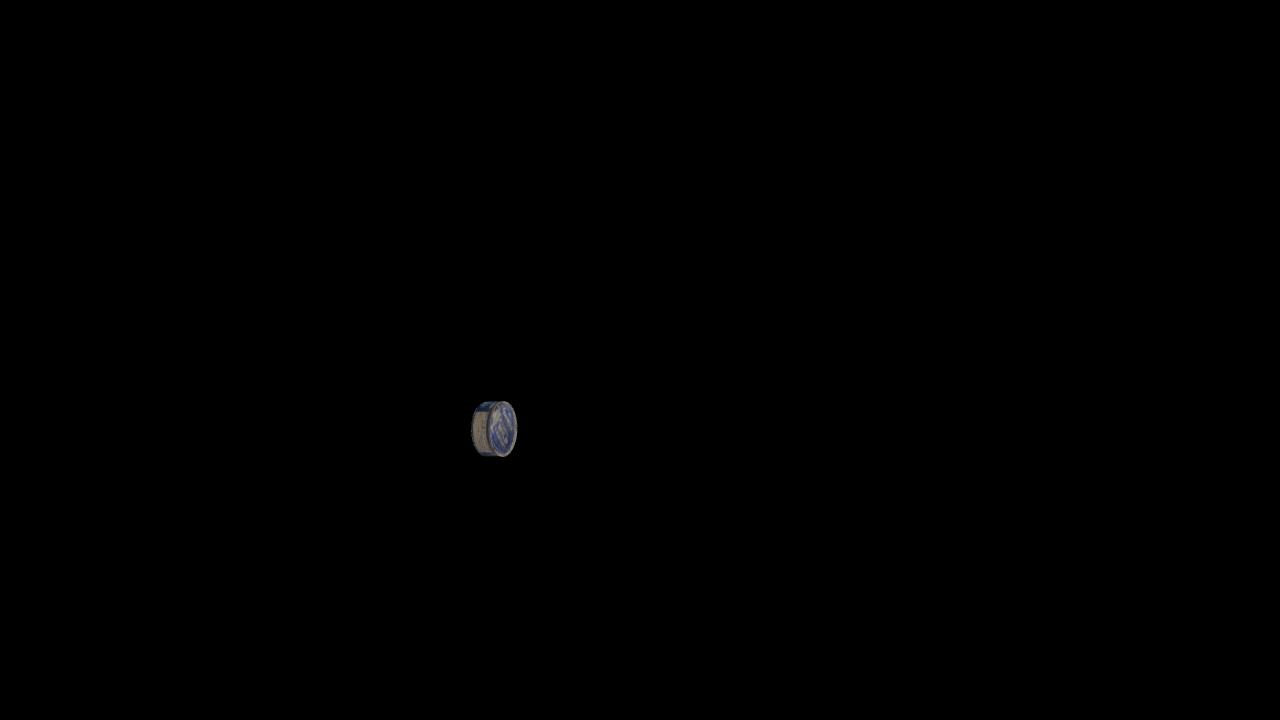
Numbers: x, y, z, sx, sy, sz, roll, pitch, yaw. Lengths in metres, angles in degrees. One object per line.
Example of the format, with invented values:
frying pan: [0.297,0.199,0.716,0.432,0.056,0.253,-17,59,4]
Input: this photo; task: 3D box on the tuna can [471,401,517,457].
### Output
tuna can: [-0.219,0.104,0.929,0.034,0.084,0.084,-2,-1,17]
